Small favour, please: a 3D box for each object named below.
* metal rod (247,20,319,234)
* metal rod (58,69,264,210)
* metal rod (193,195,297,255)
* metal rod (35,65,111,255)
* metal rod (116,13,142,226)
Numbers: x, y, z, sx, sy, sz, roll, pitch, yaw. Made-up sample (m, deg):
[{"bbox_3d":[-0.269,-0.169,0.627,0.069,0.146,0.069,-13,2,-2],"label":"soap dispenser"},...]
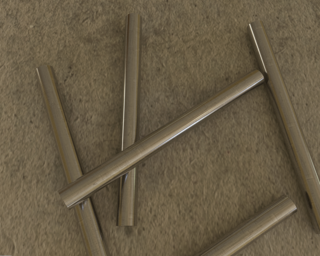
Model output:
[{"bbox_3d":[0.170,-0.015,0.415,0.025,0.025,0.299,-10,70,-4],"label":"metal rod"},{"bbox_3d":[0.016,0.004,0.387,0.302,0.025,0.025,-32,73,-19],"label":"metal rod"},{"bbox_3d":[0.029,0.165,0.347,0.302,0.025,0.025,-30,73,-11],"label":"metal rod"},{"bbox_3d":[-0.109,0.050,0.388,0.025,0.025,0.299,-20,71,-7],"label":"metal rod"},{"bbox_3d":[-0.039,-0.025,0.416,0.025,0.025,0.299,0,70,0],"label":"metal rod"}]
